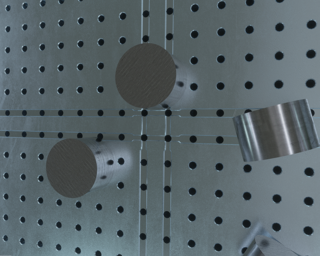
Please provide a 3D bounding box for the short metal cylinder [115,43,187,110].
[{"bbox_3d":[-0.010,-0.064,0.402,0.080,0.050,0.079,0,90,19],"label":"short metal cylinder"}]

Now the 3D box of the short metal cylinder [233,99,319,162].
[{"bbox_3d":[0.125,0.003,0.339,0.080,0.080,0.050,-15,85,19],"label":"short metal cylinder"}]

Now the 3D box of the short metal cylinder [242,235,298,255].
[{"bbox_3d":[0.126,0.165,0.339,0.080,0.080,0.050,33,101,16],"label":"short metal cylinder"}]

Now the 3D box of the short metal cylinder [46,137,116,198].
[{"bbox_3d":[-0.111,0.054,0.437,0.080,0.050,0.079,0,90,19],"label":"short metal cylinder"}]
